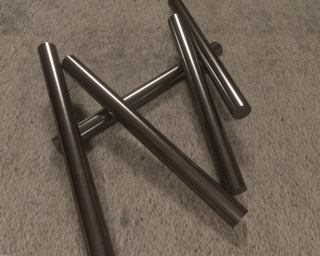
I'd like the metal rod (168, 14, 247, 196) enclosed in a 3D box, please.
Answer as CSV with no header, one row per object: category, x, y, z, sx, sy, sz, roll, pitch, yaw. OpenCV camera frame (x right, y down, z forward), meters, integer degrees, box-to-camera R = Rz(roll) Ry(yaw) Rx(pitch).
metal rod,0.055,-0.052,0.424,0.025,0.025,0.299,-9,58,-8

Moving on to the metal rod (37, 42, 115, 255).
metal rod,-0.104,0.012,0.361,0.025,0.025,0.299,-16,61,-14

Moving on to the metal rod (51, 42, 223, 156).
metal rod,-0.016,-0.054,0.448,0.302,0.025,0.025,-35,59,-26

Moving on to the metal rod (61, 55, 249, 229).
metal rod,-0.021,0.003,0.376,0.025,0.025,0.300,-38,67,-27

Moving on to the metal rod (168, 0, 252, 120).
metal rod,0.063,-0.126,0.476,0.025,0.025,0.300,-11,48,-9
